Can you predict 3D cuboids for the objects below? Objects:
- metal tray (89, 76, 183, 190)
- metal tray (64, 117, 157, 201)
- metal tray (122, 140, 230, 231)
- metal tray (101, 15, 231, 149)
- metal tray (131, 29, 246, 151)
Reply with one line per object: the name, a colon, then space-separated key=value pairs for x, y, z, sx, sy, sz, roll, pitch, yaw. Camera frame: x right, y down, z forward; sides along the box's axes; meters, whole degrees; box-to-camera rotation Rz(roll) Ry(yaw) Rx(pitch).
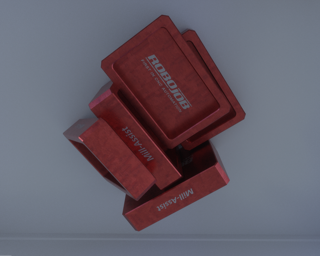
metal tray: x=-0.024 y=0.002 z=0.374 sx=0.030 sy=0.090 sz=0.130 roll=-35 pitch=107 yaw=12
metal tray: x=-0.065 y=0.032 z=0.366 sx=0.030 sy=0.130 sz=0.090 roll=-44 pitch=107 yaw=-17
metal tray: x=0.017 y=0.068 z=0.400 sx=0.130 sy=0.090 sz=0.030 roll=-31 pitch=108 yaw=10
metal tray: x=0.008 y=-0.050 z=0.356 sx=0.090 sy=0.030 sz=0.130 roll=-35 pitch=106 yaw=12
metal tray: x=0.036 y=-0.046 z=0.392 sx=0.090 sy=0.030 sz=0.130 roll=-32 pitch=106 yaw=12
